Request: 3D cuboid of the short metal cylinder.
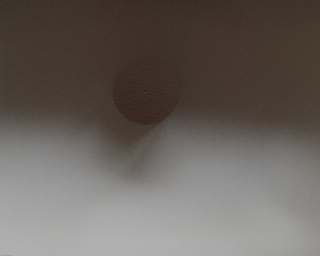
[{"bbox_3d":[-0.017,-0.044,0.399,0.080,0.050,0.080,0,90,0],"label":"short metal cylinder"}]
